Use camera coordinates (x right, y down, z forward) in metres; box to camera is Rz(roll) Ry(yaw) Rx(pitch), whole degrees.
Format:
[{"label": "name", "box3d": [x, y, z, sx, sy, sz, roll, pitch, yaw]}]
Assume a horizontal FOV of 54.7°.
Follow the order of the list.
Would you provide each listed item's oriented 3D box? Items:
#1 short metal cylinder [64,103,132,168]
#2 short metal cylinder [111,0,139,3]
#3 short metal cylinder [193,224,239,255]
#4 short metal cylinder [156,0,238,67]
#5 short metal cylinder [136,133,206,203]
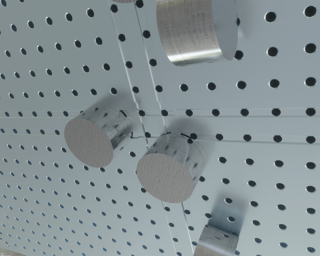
[{"label": "short metal cylinder", "box3d": [-0.089, 0.010, 0.446, 0.080, 0.050, 0.079, 13, 124, 20]}, {"label": "short metal cylinder", "box3d": [-0.027, -0.169, 0.304, 0.080, 0.050, 0.079, 13, 124, 20]}, {"label": "short metal cylinder", "box3d": [0.078, 0.188, 0.450, 0.050, 0.080, 0.079, 18, 125, 18]}, {"label": "short metal cylinder", "box3d": [0.038, -0.101, 0.292, 0.050, 0.080, 0.080, -2, 118, 29]}, {"label": "short metal cylinder", "box3d": [0.016, 0.054, 0.419, 0.080, 0.050, 0.079, 13, 124, 20]}]
